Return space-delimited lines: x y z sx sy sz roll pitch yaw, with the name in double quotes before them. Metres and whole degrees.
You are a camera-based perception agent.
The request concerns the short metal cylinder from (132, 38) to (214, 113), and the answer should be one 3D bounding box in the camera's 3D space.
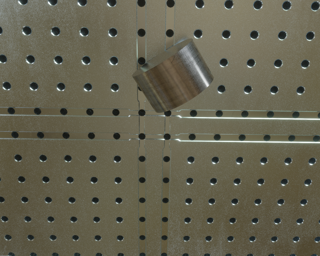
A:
"short metal cylinder" 0.015 -0.061 0.362 0.080 0.080 0.050 -30 108 10
